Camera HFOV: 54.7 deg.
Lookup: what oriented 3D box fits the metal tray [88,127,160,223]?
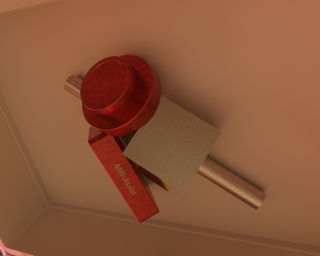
[{"bbox_3d":[-0.051,0.055,0.426,0.030,0.090,0.130,-30,106,-4],"label":"metal tray"}]

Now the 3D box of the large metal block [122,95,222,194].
[{"bbox_3d":[0.015,0.020,0.368,0.080,0.050,0.080,32,86,7],"label":"large metal block"}]

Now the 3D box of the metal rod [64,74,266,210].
[{"bbox_3d":[0.002,0.015,0.414,0.301,0.025,0.025,32,128,7],"label":"metal rod"}]

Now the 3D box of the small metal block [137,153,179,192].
[{"bbox_3d":[0.005,0.049,0.417,0.050,0.050,0.025,33,129,6],"label":"small metal block"}]

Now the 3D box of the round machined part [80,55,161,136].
[{"bbox_3d":[-0.052,-0.043,0.356,0.098,0.098,0.042,-2,158,28],"label":"round machined part"}]
